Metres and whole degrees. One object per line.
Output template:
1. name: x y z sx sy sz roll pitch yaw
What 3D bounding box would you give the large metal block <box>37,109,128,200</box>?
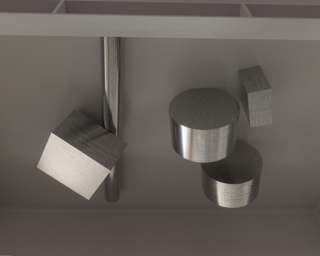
1. large metal block: -0.101 0.036 0.401 0.080 0.050 0.080 34 132 -5

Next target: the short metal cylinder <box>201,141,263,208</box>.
1. short metal cylinder: 0.098 0.062 0.427 0.080 0.080 0.050 -5 130 4

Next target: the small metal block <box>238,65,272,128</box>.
1. small metal block: 0.111 -0.037 0.363 0.025 0.050 0.050 -11 130 9

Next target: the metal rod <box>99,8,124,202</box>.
1. metal rod: -0.063 -0.003 0.405 0.025 0.025 0.298 4 130 -4

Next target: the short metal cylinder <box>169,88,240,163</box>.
1. short metal cylinder: 0.052 -0.005 0.370 0.080 0.080 0.050 -4 130 2
